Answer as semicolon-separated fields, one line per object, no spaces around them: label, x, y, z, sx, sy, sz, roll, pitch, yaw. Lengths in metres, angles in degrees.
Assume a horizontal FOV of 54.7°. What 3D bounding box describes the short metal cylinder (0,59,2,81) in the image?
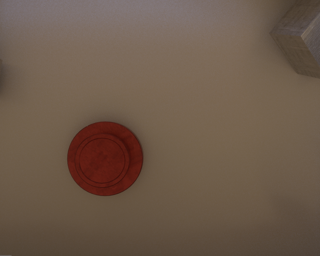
short metal cylinder;-0.242;-0.066;0.381;0.081;0.080;0.050;7;91;-1

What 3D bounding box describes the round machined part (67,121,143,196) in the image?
round machined part;-0.072;0.040;0.402;0.099;0.042;0.097;0;90;-1

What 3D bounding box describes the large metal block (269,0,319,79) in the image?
large metal block;0.198;-0.119;0.385;0.080;0.050;0.080;39;90;-31
